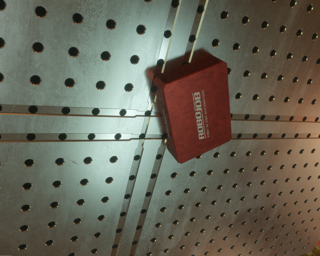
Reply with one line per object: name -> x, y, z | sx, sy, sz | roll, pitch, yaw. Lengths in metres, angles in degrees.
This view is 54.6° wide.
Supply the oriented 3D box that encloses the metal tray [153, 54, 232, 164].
metal tray -> 0.048, -0.023, 0.420 | 0.091, 0.030, 0.129 | -24, 127, -14
